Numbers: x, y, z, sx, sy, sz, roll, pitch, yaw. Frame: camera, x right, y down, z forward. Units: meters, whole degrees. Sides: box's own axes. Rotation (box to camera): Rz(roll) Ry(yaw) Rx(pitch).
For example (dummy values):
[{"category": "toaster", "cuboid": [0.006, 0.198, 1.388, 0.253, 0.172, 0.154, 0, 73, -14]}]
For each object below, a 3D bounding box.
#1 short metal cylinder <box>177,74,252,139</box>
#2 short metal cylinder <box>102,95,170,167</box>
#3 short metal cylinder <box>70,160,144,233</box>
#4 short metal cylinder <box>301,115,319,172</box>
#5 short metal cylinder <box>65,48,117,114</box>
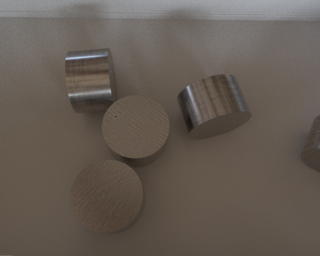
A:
[{"category": "short metal cylinder", "cuboid": [0.067, -0.025, 0.390, 0.081, 0.080, 0.050, -15, 71, -5]}, {"category": "short metal cylinder", "cuboid": [-0.030, 0.005, 0.392, 0.081, 0.050, 0.080, 1, 71, -2]}, {"category": "short metal cylinder", "cuboid": [-0.059, 0.082, 0.366, 0.081, 0.050, 0.080, 0, 70, 0]}, {"category": "short metal cylinder", "cuboid": [0.220, 0.024, 0.373, 0.080, 0.080, 0.050, 26, 72, 9]}, {"category": "short metal cylinder", "cuboid": [-0.086, -0.061, 0.402, 0.050, 0.080, 0.080, -6, 70, -2]}]
